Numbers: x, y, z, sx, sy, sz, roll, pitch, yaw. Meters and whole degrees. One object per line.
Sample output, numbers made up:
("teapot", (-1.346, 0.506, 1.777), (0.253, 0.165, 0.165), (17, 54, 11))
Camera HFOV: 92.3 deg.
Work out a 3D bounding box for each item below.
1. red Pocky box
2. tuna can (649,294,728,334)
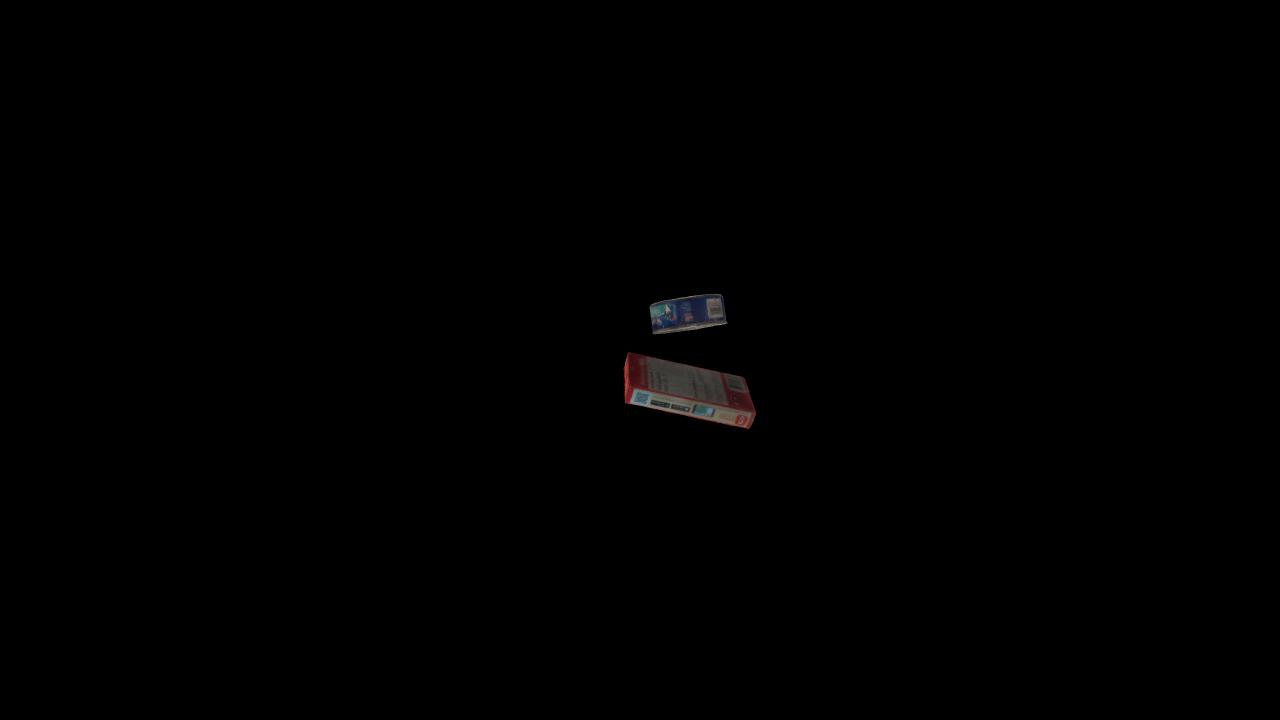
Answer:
("red Pocky box", (0.057, 0.036, 0.740), (0.155, 0.028, 0.083), (13, 29, -9))
("tuna can", (0.053, -0.051, 0.682), (0.084, 0.034, 0.084), (-8, 1, 0))
